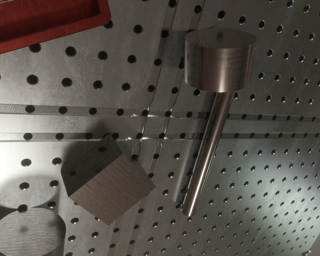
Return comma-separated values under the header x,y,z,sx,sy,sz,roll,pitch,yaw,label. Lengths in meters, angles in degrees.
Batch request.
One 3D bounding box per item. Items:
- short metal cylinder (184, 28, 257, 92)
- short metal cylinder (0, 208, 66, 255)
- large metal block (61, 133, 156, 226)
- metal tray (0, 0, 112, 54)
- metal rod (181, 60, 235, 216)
x,y,z,sx,sy,sz,roll,pitch,yaw,label
0.069,-0.082,0.364,0.081,0.080,0.050,-15,125,-20,short metal cylinder
-0.159,0.144,0.379,0.081,0.080,0.050,-2,119,-28,short metal cylinder
-0.066,0.067,0.402,0.080,0.050,0.080,-39,130,-2,large metal block
-0.117,-0.122,0.268,0.131,0.030,0.089,-22,127,-16,metal tray
0.078,0.011,0.462,0.025,0.025,0.298,-2,119,-28,metal rod
